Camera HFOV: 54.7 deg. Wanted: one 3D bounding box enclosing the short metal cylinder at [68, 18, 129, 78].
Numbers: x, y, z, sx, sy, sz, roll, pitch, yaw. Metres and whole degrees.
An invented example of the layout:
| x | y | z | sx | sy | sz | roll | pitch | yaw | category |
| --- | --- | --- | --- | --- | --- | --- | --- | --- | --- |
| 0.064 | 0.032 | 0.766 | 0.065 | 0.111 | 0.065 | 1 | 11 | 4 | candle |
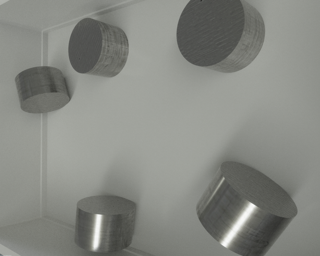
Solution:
| x | y | z | sx | sy | sz | roll | pitch | yaw | category |
| --- | --- | --- | --- | --- | --- | --- | --- | --- | --- |
| -0.093 | -0.119 | 0.468 | 0.080 | 0.050 | 0.080 | 0 | 90 | 40 | short metal cylinder |

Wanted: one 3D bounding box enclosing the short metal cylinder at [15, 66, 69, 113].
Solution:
| x | y | z | sx | sy | sz | roll | pitch | yaw | category |
| --- | --- | --- | --- | --- | --- | --- | --- | --- | --- |
| -0.205 | -0.065 | 0.541 | 0.080 | 0.081 | 0.050 | -30 | 72 | 36 | short metal cylinder |

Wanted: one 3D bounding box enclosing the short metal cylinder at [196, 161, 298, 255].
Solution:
| x | y | z | sx | sy | sz | roll | pitch | yaw | category |
| --- | --- | --- | --- | --- | --- | --- | --- | --- | --- |
| 0.083 | 0.077 | 0.303 | 0.080 | 0.081 | 0.050 | 40 | 115 | 32 | short metal cylinder |

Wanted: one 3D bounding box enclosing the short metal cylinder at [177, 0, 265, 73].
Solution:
| x | y | z | sx | sy | sz | roll | pitch | yaw | category |
| --- | --- | --- | --- | --- | --- | --- | --- | --- | --- |
| 0.065 | -0.103 | 0.337 | 0.080 | 0.050 | 0.080 | 0 | 90 | 40 | short metal cylinder |

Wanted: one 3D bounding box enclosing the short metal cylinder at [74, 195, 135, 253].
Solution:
| x | y | z | sx | sy | sz | roll | pitch | yaw | category |
| --- | --- | --- | --- | --- | --- | --- | --- | --- | --- |
| -0.077 | 0.131 | 0.435 | 0.080 | 0.081 | 0.050 | 9 | 96 | 39 | short metal cylinder |
